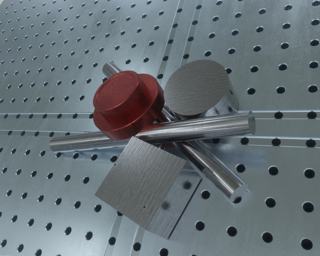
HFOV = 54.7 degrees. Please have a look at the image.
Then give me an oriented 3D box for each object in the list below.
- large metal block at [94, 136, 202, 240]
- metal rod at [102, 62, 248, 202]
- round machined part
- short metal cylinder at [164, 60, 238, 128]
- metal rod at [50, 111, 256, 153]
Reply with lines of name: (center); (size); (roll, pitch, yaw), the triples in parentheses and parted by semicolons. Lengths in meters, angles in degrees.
large metal block: (-0.013, 0.066, 0.354); (0.080, 0.050, 0.080); (22, 73, 35)
metal rod: (0.000, -0.015, 0.417); (0.025, 0.025, 0.300); (-43, 51, -2)
round machined part: (-0.046, -0.036, 0.399); (0.098, 0.042, 0.098); (-19, 44, 20)
short metal cylinder: (0.052, -0.038, 0.386); (0.080, 0.050, 0.080); (-13, 56, 20)
metal rod: (-0.033, 0.010, 0.394); (0.300, 0.025, 0.025); (-7, 58, 32)
